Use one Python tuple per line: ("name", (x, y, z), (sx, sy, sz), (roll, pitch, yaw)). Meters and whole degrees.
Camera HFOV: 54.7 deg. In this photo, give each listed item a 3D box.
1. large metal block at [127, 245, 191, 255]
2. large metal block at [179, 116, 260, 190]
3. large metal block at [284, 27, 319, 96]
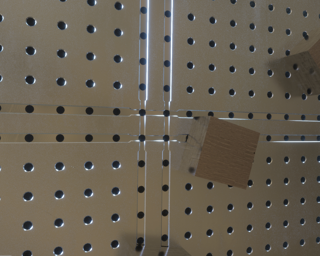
("large metal block", (-0.003, 0.202, 0.400), (0.081, 0.050, 0.080), (12, 86, -20))
("large metal block", (0.082, 0.034, 0.431), (0.081, 0.050, 0.080), (18, 84, -20))
("large metal block", (0.262, -0.110, 0.498), (0.080, 0.050, 0.080), (-42, 104, -15))
